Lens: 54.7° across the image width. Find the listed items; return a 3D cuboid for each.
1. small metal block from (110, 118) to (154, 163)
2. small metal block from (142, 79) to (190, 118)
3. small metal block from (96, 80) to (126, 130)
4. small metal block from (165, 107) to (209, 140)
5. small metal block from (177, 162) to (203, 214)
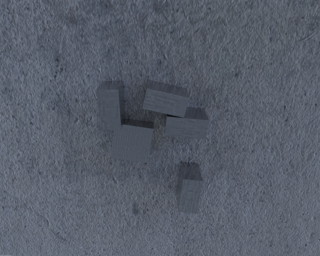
[{"bbox_3d":[-0.037,0.016,0.415,0.050,0.025,0.050,8,110,-4],"label":"small metal block"},{"bbox_3d":[0.007,-0.037,0.383,0.050,0.050,0.025,13,110,-5],"label":"small metal block"},{"bbox_3d":[-0.059,-0.029,0.385,0.025,0.050,0.050,-1,110,1],"label":"small metal block"},{"bbox_3d":[0.032,-0.008,0.394,0.050,0.050,0.025,5,110,-2],"label":"small metal block"},{"bbox_3d":[0.039,0.081,0.426,0.025,0.050,0.050,6,110,-2],"label":"small metal block"}]
